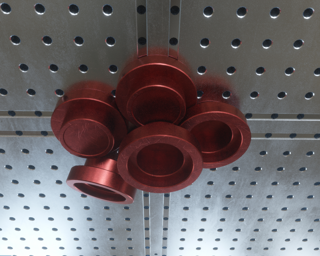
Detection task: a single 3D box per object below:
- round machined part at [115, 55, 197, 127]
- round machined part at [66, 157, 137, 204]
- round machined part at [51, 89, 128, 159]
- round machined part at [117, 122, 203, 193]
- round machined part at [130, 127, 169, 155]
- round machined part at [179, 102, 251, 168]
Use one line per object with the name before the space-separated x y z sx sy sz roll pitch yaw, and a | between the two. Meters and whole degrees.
round machined part | -0.004 -0.034 0.372 0.099 0.042 0.097 0 130 0
round machined part | -0.079 0.073 0.444 0.098 0.042 0.098 12 154 6
round machined part | -0.091 0.002 0.401 0.099 0.042 0.097 0 130 0
round machined part | 0.000 0.031 0.370 0.099 0.042 0.097 0 130 0
round machined part | -0.004 0.041 0.435 0.099 0.042 0.097 0 130 0
round machined part | 0.064 0.005 0.404 0.099 0.042 0.097 0 130 0
